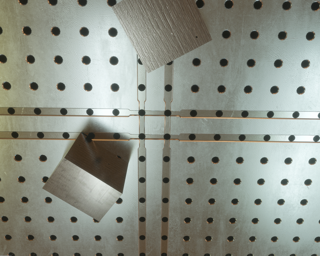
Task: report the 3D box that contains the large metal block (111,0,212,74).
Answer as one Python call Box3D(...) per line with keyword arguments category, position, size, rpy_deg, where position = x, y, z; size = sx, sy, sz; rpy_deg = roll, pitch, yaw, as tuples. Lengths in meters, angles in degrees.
Box3D(category="large metal block", position=(0.003, -0.121, 0.356), size=(0.080, 0.050, 0.080), rpy_deg=(-26, 108, 9))

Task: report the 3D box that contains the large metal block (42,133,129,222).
Box3D(category="large metal block", position=(-0.092, 0.061, 0.405), size=(0.080, 0.080, 0.050), rpy_deg=(35, 106, -12))
